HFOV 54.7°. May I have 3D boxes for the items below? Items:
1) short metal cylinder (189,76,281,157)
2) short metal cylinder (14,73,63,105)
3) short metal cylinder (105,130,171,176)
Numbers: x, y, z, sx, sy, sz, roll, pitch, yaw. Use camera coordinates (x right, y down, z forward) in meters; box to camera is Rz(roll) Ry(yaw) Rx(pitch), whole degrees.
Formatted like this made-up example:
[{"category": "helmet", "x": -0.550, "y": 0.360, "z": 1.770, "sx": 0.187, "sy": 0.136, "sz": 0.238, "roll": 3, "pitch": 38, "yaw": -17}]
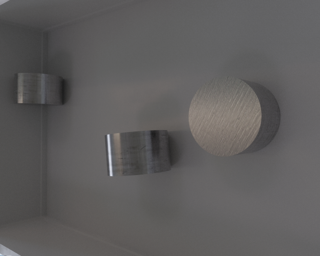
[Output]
[{"category": "short metal cylinder", "x": 0.078, "y": -0.012, "z": 0.326, "sx": 0.080, "sy": 0.050, "sz": 0.080, "roll": 0, "pitch": 90, "yaw": 40}, {"category": "short metal cylinder", "x": -0.214, "y": -0.067, "z": 0.548, "sx": 0.080, "sy": 0.081, "sz": 0.050, "roll": 2, "pitch": 92, "yaw": 40}, {"category": "short metal cylinder", "x": -0.028, "y": 0.031, "z": 0.394, "sx": 0.080, "sy": 0.081, "sz": 0.050, "roll": -8, "pitch": 85, "yaw": 40}]
